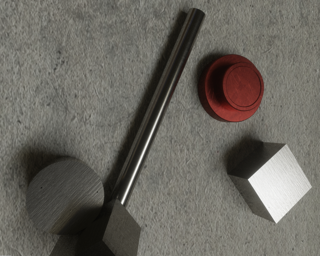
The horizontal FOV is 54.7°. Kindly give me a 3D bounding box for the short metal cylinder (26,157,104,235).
[{"bbox_3d":[-0.109,0.075,0.356,0.081,0.050,0.079,0,90,-20],"label":"short metal cylinder"}]

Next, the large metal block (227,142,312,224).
[{"bbox_3d":[0.162,0.078,0.458,0.080,0.050,0.080,-38,103,-16],"label":"large metal block"}]

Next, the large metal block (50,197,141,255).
[{"bbox_3d":[-0.072,0.134,0.339,0.080,0.080,0.050,-33,103,10],"label":"large metal block"}]

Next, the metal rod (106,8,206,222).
[{"bbox_3d":[-0.005,-0.022,0.407,0.025,0.025,0.299,25,81,-19],"label":"metal rod"}]

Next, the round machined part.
[{"bbox_3d":[0.107,-0.057,0.441,0.099,0.042,0.097,0,90,-21],"label":"round machined part"}]
